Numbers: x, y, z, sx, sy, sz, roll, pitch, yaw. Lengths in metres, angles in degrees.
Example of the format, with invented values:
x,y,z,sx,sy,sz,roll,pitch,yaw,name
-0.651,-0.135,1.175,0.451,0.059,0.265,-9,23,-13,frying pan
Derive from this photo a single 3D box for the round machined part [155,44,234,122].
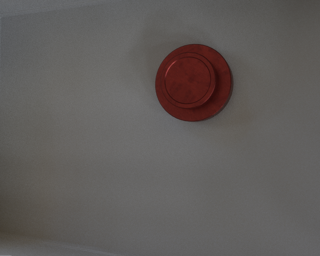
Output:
x,y,z,sx,sy,sz,roll,pitch,yaw,name
0.039,-0.057,0.388,0.098,0.042,0.097,0,90,20,round machined part
